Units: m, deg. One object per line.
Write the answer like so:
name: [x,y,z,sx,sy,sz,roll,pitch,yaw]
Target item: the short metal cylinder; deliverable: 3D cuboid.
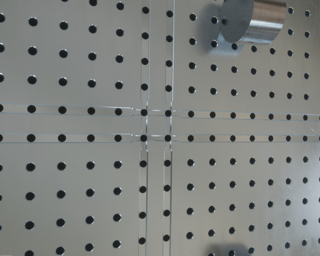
short metal cylinder: [0.126,-0.157,0.430,0.050,0.080,0.079,-1,90,-20]
